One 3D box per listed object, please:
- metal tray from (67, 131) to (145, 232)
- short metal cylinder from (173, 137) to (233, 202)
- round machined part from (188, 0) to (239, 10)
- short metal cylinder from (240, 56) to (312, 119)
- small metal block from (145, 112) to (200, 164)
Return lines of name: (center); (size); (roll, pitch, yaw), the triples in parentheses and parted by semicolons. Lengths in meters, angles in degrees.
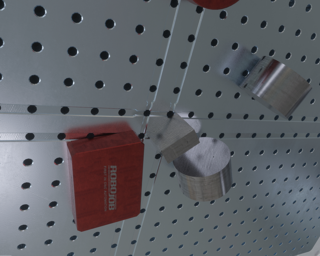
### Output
metal tray: (-0.071, 0.072, 0.414); (0.091, 0.030, 0.129); (-9, 123, -24)
short metal cylinder: (0.062, 0.058, 0.446); (0.081, 0.080, 0.050); (-24, 128, -14)
round machined part: (0.054, -0.177, 0.320); (0.099, 0.042, 0.097); (-14, 124, -21)
short metal cylinder: (0.158, -0.055, 0.428); (0.080, 0.080, 0.050); (28, 103, -38)
small metal block: (0.016, 0.012, 0.412); (0.050, 0.050, 0.025); (-33, 129, -7)
